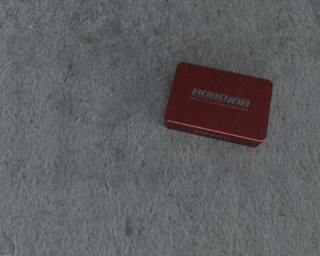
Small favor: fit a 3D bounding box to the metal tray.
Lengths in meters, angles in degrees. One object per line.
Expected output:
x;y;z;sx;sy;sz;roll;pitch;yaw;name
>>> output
0.078;-0.032;0.418;0.131;0.030;0.090;13;70;4;metal tray
